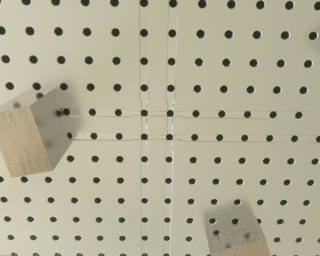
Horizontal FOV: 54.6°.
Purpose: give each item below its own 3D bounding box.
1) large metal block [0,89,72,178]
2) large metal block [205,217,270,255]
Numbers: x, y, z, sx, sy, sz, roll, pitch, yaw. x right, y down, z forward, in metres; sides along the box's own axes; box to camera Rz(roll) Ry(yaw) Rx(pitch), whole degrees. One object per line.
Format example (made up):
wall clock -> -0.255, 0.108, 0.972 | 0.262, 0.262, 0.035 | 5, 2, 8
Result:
large metal block -> -0.156, 0.004, 0.384 | 0.050, 0.080, 0.080 | -10, 110, 4
large metal block -> 0.122, 0.192, 0.472 | 0.080, 0.050, 0.080 | -17, 109, 6
